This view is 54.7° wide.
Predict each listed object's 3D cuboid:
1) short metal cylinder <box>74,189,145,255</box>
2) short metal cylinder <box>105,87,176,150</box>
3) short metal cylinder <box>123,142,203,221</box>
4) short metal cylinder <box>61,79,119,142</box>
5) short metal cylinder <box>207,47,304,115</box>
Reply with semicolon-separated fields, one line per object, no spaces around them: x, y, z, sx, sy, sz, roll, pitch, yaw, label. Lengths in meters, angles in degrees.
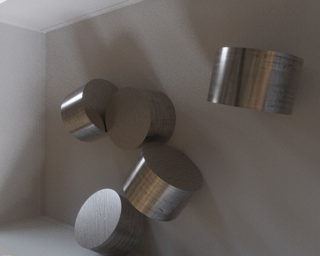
-0.068;0.130;0.422;0.080;0.050;0.080;-23;45;25;short metal cylinder
-0.026;-0.012;0.410;0.080;0.050;0.079;0;90;39;short metal cylinder
0.003;0.062;0.366;0.080;0.081;0.050;47;118;29;short metal cylinder
-0.092;-0.024;0.445;0.050;0.081;0.080;-21;77;38;short metal cylinder
0.089;-0.044;0.296;0.080;0.081;0.050;15;100;38;short metal cylinder
